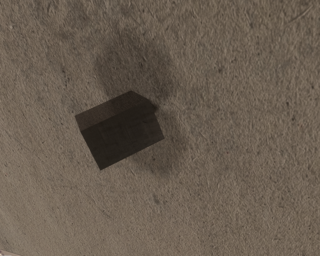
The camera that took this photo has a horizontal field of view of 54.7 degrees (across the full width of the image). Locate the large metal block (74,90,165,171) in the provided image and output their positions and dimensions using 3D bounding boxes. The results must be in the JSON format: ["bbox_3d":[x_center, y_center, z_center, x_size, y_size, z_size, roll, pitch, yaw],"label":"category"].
[{"bbox_3d":[-0.052,-0.002,0.375,0.050,0.080,0.080,68,167,-20],"label":"large metal block"}]
